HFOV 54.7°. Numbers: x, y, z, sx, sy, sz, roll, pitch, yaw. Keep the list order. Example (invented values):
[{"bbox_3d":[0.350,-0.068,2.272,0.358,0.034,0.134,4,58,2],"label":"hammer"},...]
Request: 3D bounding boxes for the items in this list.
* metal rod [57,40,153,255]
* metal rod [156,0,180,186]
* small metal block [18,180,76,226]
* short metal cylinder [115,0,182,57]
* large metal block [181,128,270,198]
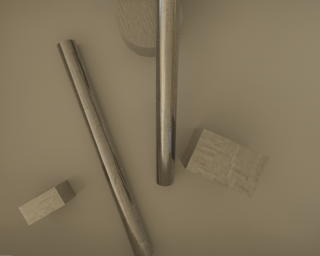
[{"bbox_3d":[-0.072,0.028,0.410,0.025,0.025,0.299,-20,90,0],"label":"metal rod"},{"bbox_3d":[0.008,-0.064,0.349,0.025,0.025,0.298,0,116,0],"label":"metal rod"},{"bbox_3d":[-0.142,0.094,0.397,0.050,0.050,0.025,-30,90,0],"label":"small metal block"},{"bbox_3d":[-0.014,-0.137,0.399,0.081,0.050,0.079,0,90,-1],"label":"short metal cylinder"},{"bbox_3d":[0.075,0.039,0.385,0.080,0.080,0.050,24,90,-1],"label":"large metal block"}]
